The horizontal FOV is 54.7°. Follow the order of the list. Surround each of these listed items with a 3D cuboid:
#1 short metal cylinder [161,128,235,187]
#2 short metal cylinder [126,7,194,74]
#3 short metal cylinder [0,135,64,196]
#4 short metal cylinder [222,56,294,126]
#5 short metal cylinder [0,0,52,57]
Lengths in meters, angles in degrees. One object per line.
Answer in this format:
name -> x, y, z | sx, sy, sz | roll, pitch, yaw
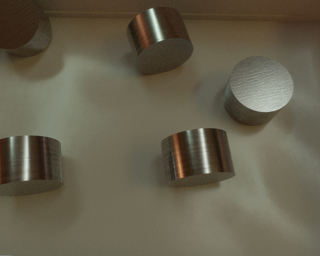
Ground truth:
short metal cylinder -> 0.044, 0.037, 0.367 | 0.081, 0.080, 0.050 | -7, 70, -3
short metal cylinder -> 0.000, -0.117, 0.423 | 0.081, 0.080, 0.050 | -15, 71, -6
short metal cylinder -> -0.156, 0.046, 0.362 | 0.081, 0.080, 0.050 | -9, 71, -4
short metal cylinder -> 0.129, -0.049, 0.416 | 0.081, 0.050, 0.080 | 0, 70, 0
short metal cylinder -> -0.201, -0.144, 0.433 | 0.081, 0.050, 0.079 | 0, 91, -1
